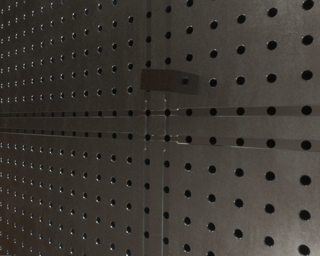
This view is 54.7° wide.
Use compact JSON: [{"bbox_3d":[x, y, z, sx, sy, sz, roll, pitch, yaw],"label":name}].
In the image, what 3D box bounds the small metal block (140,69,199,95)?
[{"bbox_3d":[0.012,-0.056,0.382,0.050,0.050,0.025,10,97,39],"label":"small metal block"}]
